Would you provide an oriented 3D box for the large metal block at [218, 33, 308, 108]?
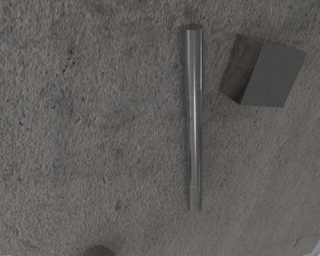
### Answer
[{"bbox_3d":[0.137,-0.076,0.419,0.081,0.050,0.079,1,118,-29],"label":"large metal block"}]

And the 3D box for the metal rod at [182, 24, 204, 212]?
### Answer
[{"bbox_3d":[0.048,0.008,0.437,0.025,0.025,0.298,-18,126,-18],"label":"metal rod"}]

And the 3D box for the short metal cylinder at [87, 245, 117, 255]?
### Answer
[{"bbox_3d":[-0.088,0.226,0.463,0.050,0.080,0.080,-42,130,0],"label":"short metal cylinder"}]
